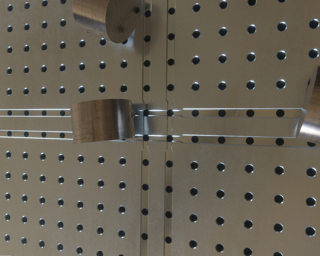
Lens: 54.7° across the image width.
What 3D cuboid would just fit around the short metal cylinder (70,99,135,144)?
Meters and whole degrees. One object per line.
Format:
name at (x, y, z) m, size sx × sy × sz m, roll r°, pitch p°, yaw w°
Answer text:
short metal cylinder at (-0.075, -0.008, 0.410) m, size 0.080 × 0.080 × 0.050 m, roll -6°, pitch 88°, yaw 20°

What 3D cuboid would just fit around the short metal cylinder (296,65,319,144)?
short metal cylinder at (0.178, -0.021, 0.320) m, size 0.050 × 0.080 × 0.080 m, roll 15°, pitch 95°, yaw 19°

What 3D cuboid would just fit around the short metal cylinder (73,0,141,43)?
short metal cylinder at (-0.068, -0.158, 0.407) m, size 0.050 × 0.080 × 0.080 m, roll 25°, pitch 98°, yaw 18°
